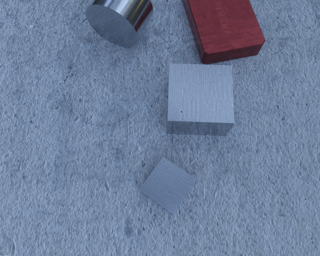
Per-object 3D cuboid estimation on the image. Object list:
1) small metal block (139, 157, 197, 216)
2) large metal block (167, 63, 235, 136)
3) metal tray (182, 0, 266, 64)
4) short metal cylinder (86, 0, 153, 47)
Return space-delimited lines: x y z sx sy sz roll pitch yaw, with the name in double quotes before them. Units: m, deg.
"small metal block" 0.010 0.072 0.382 0.050 0.025 0.050 34 73 11
"large metal block" 0.051 -0.036 0.409 0.081 0.050 0.080 2 70 0
"metal tray" 0.092 -0.165 0.467 0.091 0.030 0.129 -12 71 -5
"short metal cylinder" -0.056 -0.161 0.437 0.080 0.080 0.050 23 72 8
